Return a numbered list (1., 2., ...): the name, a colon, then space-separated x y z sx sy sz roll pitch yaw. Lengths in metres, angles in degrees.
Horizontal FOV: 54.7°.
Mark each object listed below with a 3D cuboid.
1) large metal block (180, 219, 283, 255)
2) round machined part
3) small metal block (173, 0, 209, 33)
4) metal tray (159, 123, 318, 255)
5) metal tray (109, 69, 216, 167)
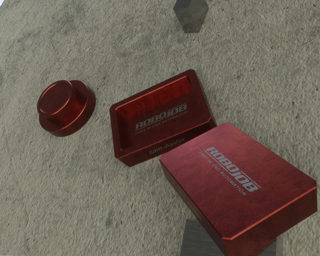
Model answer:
1. large metal block: 0.062 0.131 0.274 0.080 0.050 0.080 -1 61 27
2. round machined part: -0.157 -0.038 0.499 0.098 0.042 0.098 -13 56 21
3. small metal block: 0.049 -0.183 0.474 0.025 0.050 0.050 9 66 32
4. metal tray: 0.066 0.049 0.295 0.091 0.030 0.130 -26 32 -12
5. metal tray: 0.000 -0.013 0.408 0.130 0.030 0.090 -23 53 14
